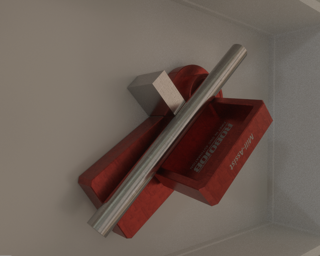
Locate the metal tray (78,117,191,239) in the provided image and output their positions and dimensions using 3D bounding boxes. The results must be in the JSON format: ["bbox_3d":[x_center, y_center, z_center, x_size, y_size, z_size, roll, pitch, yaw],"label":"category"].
[{"bbox_3d":[-0.024,0.057,0.384,0.131,0.030,0.090,-42,116,-32],"label":"metal tray"}]

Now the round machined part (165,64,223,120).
[{"bbox_3d":[0.052,-0.041,0.439,0.099,0.042,0.097,0,90,-40],"label":"round machined part"}]

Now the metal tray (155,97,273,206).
[{"bbox_3d":[0.060,0.020,0.366,0.130,0.090,0.030,-50,123,-21],"label":"metal tray"}]

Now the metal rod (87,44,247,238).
[{"bbox_3d":[0.023,-0.002,0.375,0.301,0.025,0.025,-50,120,-24],"label":"metal rod"}]

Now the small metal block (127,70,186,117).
[{"bbox_3d":[-0.005,-0.041,0.386,0.025,0.050,0.050,-52,121,-27],"label":"small metal block"}]
